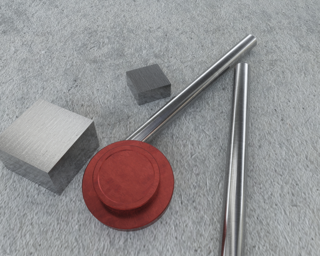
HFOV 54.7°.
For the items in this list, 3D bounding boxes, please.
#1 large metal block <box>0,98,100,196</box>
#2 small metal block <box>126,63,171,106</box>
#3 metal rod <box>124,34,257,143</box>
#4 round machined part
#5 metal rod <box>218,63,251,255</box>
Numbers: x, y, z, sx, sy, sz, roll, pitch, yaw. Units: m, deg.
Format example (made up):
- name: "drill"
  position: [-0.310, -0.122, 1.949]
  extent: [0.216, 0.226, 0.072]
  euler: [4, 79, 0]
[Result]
- name: "large metal block"
  position: [-0.132, 0.020, 0.368]
  extent: [0.080, 0.050, 0.080]
  euler: [22, 53, 17]
- name: "small metal block"
  position: [-0.017, -0.065, 0.458]
  extent: [0.050, 0.025, 0.050]
  euler: [-18, 53, -15]
- name: "metal rod"
  position: [0.057, -0.061, 0.454]
  extent: [0.025, 0.025, 0.302]
  euler: [33, 57, 24]
- name: "round machined part"
  position: [-0.034, 0.057, 0.330]
  extent: [0.099, 0.042, 0.098]
  euler: [0, 64, -1]
- name: "metal rod"
  position: [0.097, 0.021, 0.386]
  extent: [0.025, 0.025, 0.300]
  euler: [9, 50, 7]
